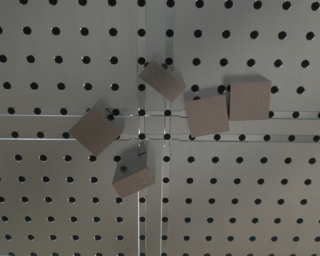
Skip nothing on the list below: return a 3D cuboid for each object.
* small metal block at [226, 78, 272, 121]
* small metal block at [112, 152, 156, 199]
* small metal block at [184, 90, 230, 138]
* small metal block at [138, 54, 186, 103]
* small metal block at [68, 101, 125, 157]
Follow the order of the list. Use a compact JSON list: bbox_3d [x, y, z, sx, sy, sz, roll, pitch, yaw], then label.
[{"bbox_3d":[0.113,-0.037,0.401,0.050,0.025,0.050,-3,110,0],"label":"small metal block"},{"bbox_3d":[-0.034,0.064,0.423,0.050,0.050,0.025,-26,108,9],"label":"small metal block"},{"bbox_3d":[0.061,-0.019,0.407,0.050,0.025,0.050,-10,110,3],"label":"small metal block"},{"bbox_3d":[0.003,-0.062,0.377,0.050,0.050,0.025,37,106,-13],"label":"small metal block"},{"bbox_3d":[-0.084,0.001,0.413,0.050,0.025,0.050,-42,105,13],"label":"small metal block"}]
